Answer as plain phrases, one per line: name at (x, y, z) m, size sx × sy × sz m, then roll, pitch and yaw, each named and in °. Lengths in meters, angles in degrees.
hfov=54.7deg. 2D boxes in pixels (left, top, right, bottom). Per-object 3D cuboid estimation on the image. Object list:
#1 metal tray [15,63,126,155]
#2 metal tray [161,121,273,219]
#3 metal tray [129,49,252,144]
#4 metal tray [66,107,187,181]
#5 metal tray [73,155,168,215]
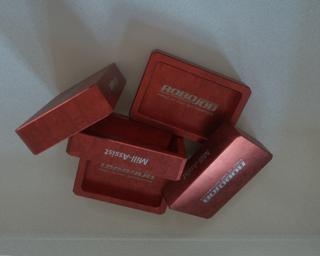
metal tray at (-0.089, -0.028, 0.341) m, size 0.090 × 0.130 × 0.030 m, roll -28°, pitch 108°, yaw 10°
metal tray at (0.075, 0.061, 0.409) m, size 0.090 × 0.030 × 0.130 m, roll 27°, pitch 110°, yaw -40°
metal tray at (0.036, -0.035, 0.395) m, size 0.131 × 0.030 × 0.089 m, roll 20°, pitch 109°, yaw -8°
metal tray at (-0.037, 0.016, 0.379) m, size 0.131 × 0.090 × 0.030 m, roll 15°, pitch 109°, yaw -6°
metal tray at (-0.045, 0.062, 0.428) m, size 0.131 × 0.030 × 0.089 m, roll 15°, pitch 109°, yaw -6°
